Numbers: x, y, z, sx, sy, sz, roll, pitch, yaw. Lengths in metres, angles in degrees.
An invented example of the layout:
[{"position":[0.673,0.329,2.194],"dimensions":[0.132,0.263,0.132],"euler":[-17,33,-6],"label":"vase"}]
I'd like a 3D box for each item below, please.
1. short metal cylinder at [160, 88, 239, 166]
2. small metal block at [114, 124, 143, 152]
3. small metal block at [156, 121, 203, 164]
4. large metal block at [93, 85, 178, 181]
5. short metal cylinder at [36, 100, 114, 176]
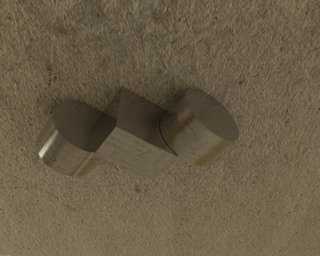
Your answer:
[{"position":[0.047,-0.001,0.372],"dimensions":[0.080,0.080,0.050],"euler":[28,125,-22],"label":"short metal cylinder"},{"position":[-0.052,0.021,0.427],"dimensions":[0.050,0.025,0.050],"euler":[28,125,-22],"label":"small metal block"},{"position":[0.027,0.016,0.423],"dimensions":[0.050,0.025,0.050],"euler":[28,125,-22],"label":"small metal block"},{"position":[-0.027,0.006,0.378],"dimensions":[0.080,0.080,0.050],"euler":[28,124,-22],"label":"large metal block"},{"position":[-0.103,0.012,0.382],"dimensions":[0.080,0.080,0.050],"euler":[28,125,-22],"label":"short metal cylinder"}]
